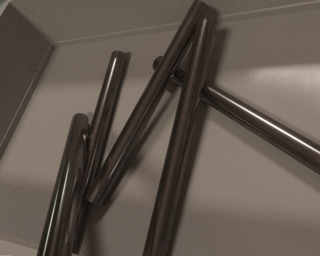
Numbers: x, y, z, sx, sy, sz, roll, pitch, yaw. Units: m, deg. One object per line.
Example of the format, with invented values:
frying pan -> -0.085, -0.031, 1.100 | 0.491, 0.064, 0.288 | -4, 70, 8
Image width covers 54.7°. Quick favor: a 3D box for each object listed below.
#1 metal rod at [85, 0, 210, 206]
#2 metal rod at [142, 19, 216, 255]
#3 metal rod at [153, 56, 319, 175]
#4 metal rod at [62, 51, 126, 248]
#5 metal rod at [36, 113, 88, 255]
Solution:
metal rod -> -0.013, -0.038, 0.410 | 0.025, 0.025, 0.299 | 23, 81, 36
metal rod -> 0.027, 0.003, 0.366 | 0.025, 0.025, 0.299 | 4, 70, 30
metal rod -> 0.091, -0.022, 0.370 | 0.025, 0.025, 0.300 | -47, 52, -5
metal rod -> -0.091, 0.012, 0.444 | 0.025, 0.025, 0.299 | -4, 60, 26
metal rod -> -0.099, 0.047, 0.342 | 0.025, 0.025, 0.300 | -34, 25, 5
